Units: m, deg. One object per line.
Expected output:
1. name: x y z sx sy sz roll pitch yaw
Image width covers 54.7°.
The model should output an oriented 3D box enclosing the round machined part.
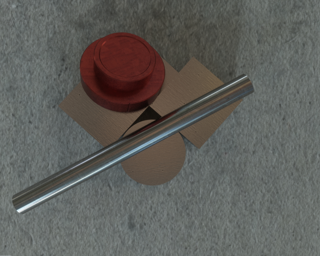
1. round machined part: -0.042 -0.071 0.358 0.099 0.042 0.098 5 64 -10

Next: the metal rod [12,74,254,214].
1. metal rod: -0.030 0.018 0.361 0.301 0.025 0.025 -28 90 0

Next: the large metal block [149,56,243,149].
1. large metal block: 0.044 -0.031 0.399 0.080 0.050 0.080 41 90 -1

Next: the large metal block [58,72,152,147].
1. large metal block: -0.066 -0.029 0.397 0.080 0.050 0.080 42 90 -1

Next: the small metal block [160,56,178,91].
1. small metal block: -0.011 -0.069 0.410 0.050 0.025 0.050 43 90 -1

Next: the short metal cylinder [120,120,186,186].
1. short metal cylinder: -0.009 0.029 0.398 0.081 0.050 0.079 0 90 -1
